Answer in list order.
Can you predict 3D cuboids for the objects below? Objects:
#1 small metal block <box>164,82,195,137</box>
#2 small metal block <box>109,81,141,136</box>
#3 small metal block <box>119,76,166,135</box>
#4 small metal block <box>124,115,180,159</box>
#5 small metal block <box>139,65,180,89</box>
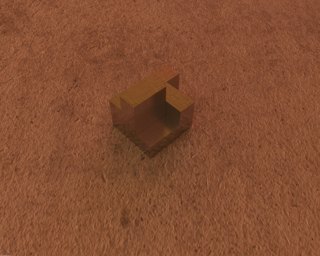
[{"bbox_3d":[0.017,-0.024,0.408,0.025,0.050,0.050,-36,59,-26],"label":"small metal block"},{"bbox_3d":[-0.037,-0.025,0.409,0.050,0.050,0.025,-36,59,-27],"label":"small metal block"},{"bbox_3d":[-0.020,-0.027,0.378,0.050,0.050,0.025,-36,59,-27],"label":"small metal block"},{"bbox_3d":[-0.010,0.004,0.401,0.050,0.025,0.050,-35,59,-26],"label":"small metal block"},{"bbox_3d":[0.000,-0.052,0.432,0.050,0.050,0.025,-36,59,-27],"label":"small metal block"}]
